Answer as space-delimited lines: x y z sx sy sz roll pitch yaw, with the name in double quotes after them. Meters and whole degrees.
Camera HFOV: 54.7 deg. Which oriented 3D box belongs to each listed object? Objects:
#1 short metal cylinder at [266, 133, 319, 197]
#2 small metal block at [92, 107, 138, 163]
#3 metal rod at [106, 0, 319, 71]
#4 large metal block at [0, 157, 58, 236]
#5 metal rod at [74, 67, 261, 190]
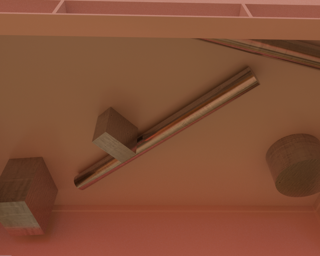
0.199 0.054 0.442 0.081 0.050 0.079 -1 130 0 "short metal cylinder"
-0.056 0.009 0.399 0.025 0.050 0.050 -35 122 25 "small metal block"
0.095 -0.093 0.330 0.302 0.025 0.025 11 129 -10 "metal rod"
-0.196 0.100 0.455 0.050 0.080 0.079 -4 130 3 "large metal block"
-0.007 0.012 0.419 0.300 0.025 0.025 -32 124 24 "metal rod"
